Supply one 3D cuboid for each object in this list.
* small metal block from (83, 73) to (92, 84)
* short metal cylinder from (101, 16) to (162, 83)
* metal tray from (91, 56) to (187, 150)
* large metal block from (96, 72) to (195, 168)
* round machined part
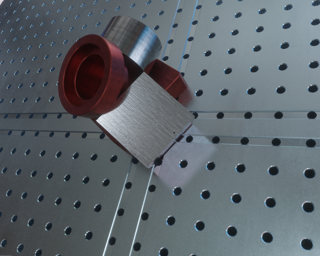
[{"bbox_3d":[-0.098,-0.050,0.432,0.025,0.050,0.050,21,73,35],"label":"small metal block"},{"bbox_3d":[-0.044,-0.104,0.419,0.080,0.080,0.050,14,69,33],"label":"short metal cylinder"},{"bbox_3d":[-0.036,-0.042,0.449,0.130,0.030,0.090,-47,52,-5],"label":"metal tray"},{"bbox_3d":[-0.016,-0.007,0.380,0.080,0.050,0.080,42,85,8],"label":"large metal block"},{"bbox_3d":[-0.077,-0.060,0.377,0.098,0.042,0.097,-8,77,38],"label":"round machined part"}]
